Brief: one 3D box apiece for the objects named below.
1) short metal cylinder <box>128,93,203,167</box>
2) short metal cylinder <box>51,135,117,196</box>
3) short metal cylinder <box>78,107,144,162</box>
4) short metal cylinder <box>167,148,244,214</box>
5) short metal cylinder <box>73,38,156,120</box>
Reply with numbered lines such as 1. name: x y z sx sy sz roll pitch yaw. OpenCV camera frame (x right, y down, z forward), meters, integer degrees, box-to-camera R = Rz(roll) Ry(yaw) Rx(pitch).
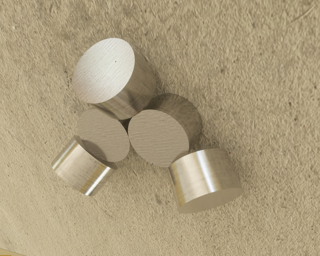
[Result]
1. short metal cylinder: 0.007 0.002 0.389 0.080 0.050 0.079 13 124 21
2. short metal cylinder: -0.110 0.055 0.457 0.080 0.080 0.050 39 89 1
3. short metal cylinder: -0.064 0.000 0.425 0.080 0.050 0.079 13 124 21
4. short metal cylinder: 0.054 0.066 0.377 0.080 0.081 0.050 -43 52 39
5. short metal cylinder: -0.052 -0.055 0.358 0.080 0.080 0.050 2 162 27
